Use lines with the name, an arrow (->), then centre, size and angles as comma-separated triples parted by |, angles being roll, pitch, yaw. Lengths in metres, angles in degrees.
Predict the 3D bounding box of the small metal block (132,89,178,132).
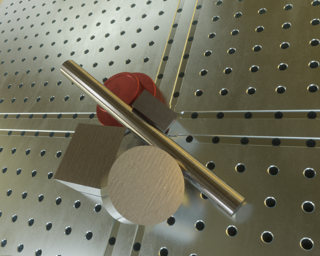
small metal block -> -0.006, -0.019, 0.394 | 0.050, 0.050, 0.025 | 38, 85, 4

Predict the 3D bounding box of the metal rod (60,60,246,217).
metal rod -> -0.026, -0.003, 0.381 | 0.300, 0.025, 0.025 | 38, 83, 25

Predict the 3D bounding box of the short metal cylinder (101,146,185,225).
short metal cylinder -> -0.020, 0.063, 0.335 | 0.081, 0.050, 0.080 | 6, 72, -18

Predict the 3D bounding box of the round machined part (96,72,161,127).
round machined part -> -0.051, -0.042, 0.448 | 0.098, 0.042, 0.098 | -13, 56, 20

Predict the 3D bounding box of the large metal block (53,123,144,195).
large metal block -> -0.076, 0.043, 0.401 | 0.080, 0.050, 0.080 | 5, 64, 30
